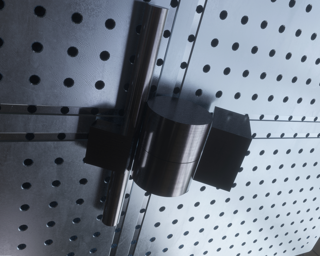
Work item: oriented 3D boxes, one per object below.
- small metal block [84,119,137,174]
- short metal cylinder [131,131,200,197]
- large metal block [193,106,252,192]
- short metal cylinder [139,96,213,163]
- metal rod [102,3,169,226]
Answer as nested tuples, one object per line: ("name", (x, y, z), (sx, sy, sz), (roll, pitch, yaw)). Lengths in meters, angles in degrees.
("small metal block", (-0.059, 0.022, 0.373), (0.050, 0.025, 0.050), (16, 114, 3))
("short metal cylinder", (0.007, 0.044, 0.402), (0.081, 0.080, 0.050), (0, 118, -29))
("large metal block", (0.085, 0.026, 0.424), (0.050, 0.080, 0.079), (18, 115, 5))
("short metal cylinder", (0.019, 0.000, 0.380), (0.081, 0.080, 0.050), (0, 118, -29))
("metal rod", (-0.037, 0.003, 0.387), (0.025, 0.025, 0.298), (0, 118, -29))
